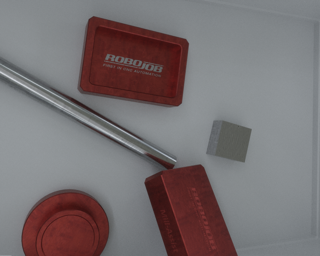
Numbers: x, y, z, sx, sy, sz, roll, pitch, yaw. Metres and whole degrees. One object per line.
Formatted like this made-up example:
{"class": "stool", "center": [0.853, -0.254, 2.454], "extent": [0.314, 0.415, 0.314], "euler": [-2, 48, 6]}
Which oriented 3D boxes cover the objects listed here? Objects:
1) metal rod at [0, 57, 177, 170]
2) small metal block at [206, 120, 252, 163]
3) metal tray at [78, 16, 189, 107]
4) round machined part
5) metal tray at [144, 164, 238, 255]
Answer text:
{"class": "metal rod", "center": [-0.108, -0.024, 0.370], "extent": [0.301, 0.025, 0.025], "euler": [31, 80, -18]}
{"class": "small metal block", "center": [0.100, 0.019, 0.449], "extent": [0.050, 0.025, 0.050], "euler": [15, 85, -20]}
{"class": "metal tray", "center": [-0.032, -0.080, 0.396], "extent": [0.131, 0.030, 0.089], "euler": [8, 87, -20]}
{"class": "round machined part", "center": [-0.108, 0.124, 0.362], "extent": [0.099, 0.042, 0.097], "euler": [0, 90, -21]}
{"class": "metal tray", "center": [0.040, 0.114, 0.378], "extent": [0.091, 0.030, 0.129], "euler": [0, 65, -50]}
